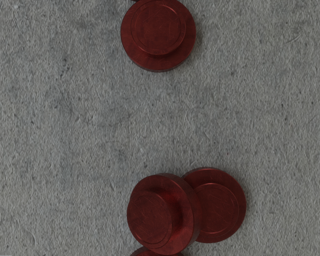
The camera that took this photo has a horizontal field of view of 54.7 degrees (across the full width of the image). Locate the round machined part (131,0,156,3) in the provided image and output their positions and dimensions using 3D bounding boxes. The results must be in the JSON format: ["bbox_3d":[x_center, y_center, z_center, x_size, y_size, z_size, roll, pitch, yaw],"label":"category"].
[{"bbox_3d":[-0.022,-0.219,0.401,0.099,0.042,0.097,0,90,0],"label":"round machined part"}]

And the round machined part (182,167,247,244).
[{"bbox_3d":[0.064,0.102,0.402,0.099,0.042,0.097,0,90,0],"label":"round machined part"}]

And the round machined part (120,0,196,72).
[{"bbox_3d":[-0.002,-0.124,0.401,0.099,0.042,0.097,0,90,0],"label":"round machined part"}]

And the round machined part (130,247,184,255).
[{"bbox_3d":[-0.004,0.206,0.401,0.099,0.042,0.097,0,90,0],"label":"round machined part"}]

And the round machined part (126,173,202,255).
[{"bbox_3d":[-0.002,0.106,0.377,0.098,0.042,0.097,1,92,35],"label":"round machined part"}]
